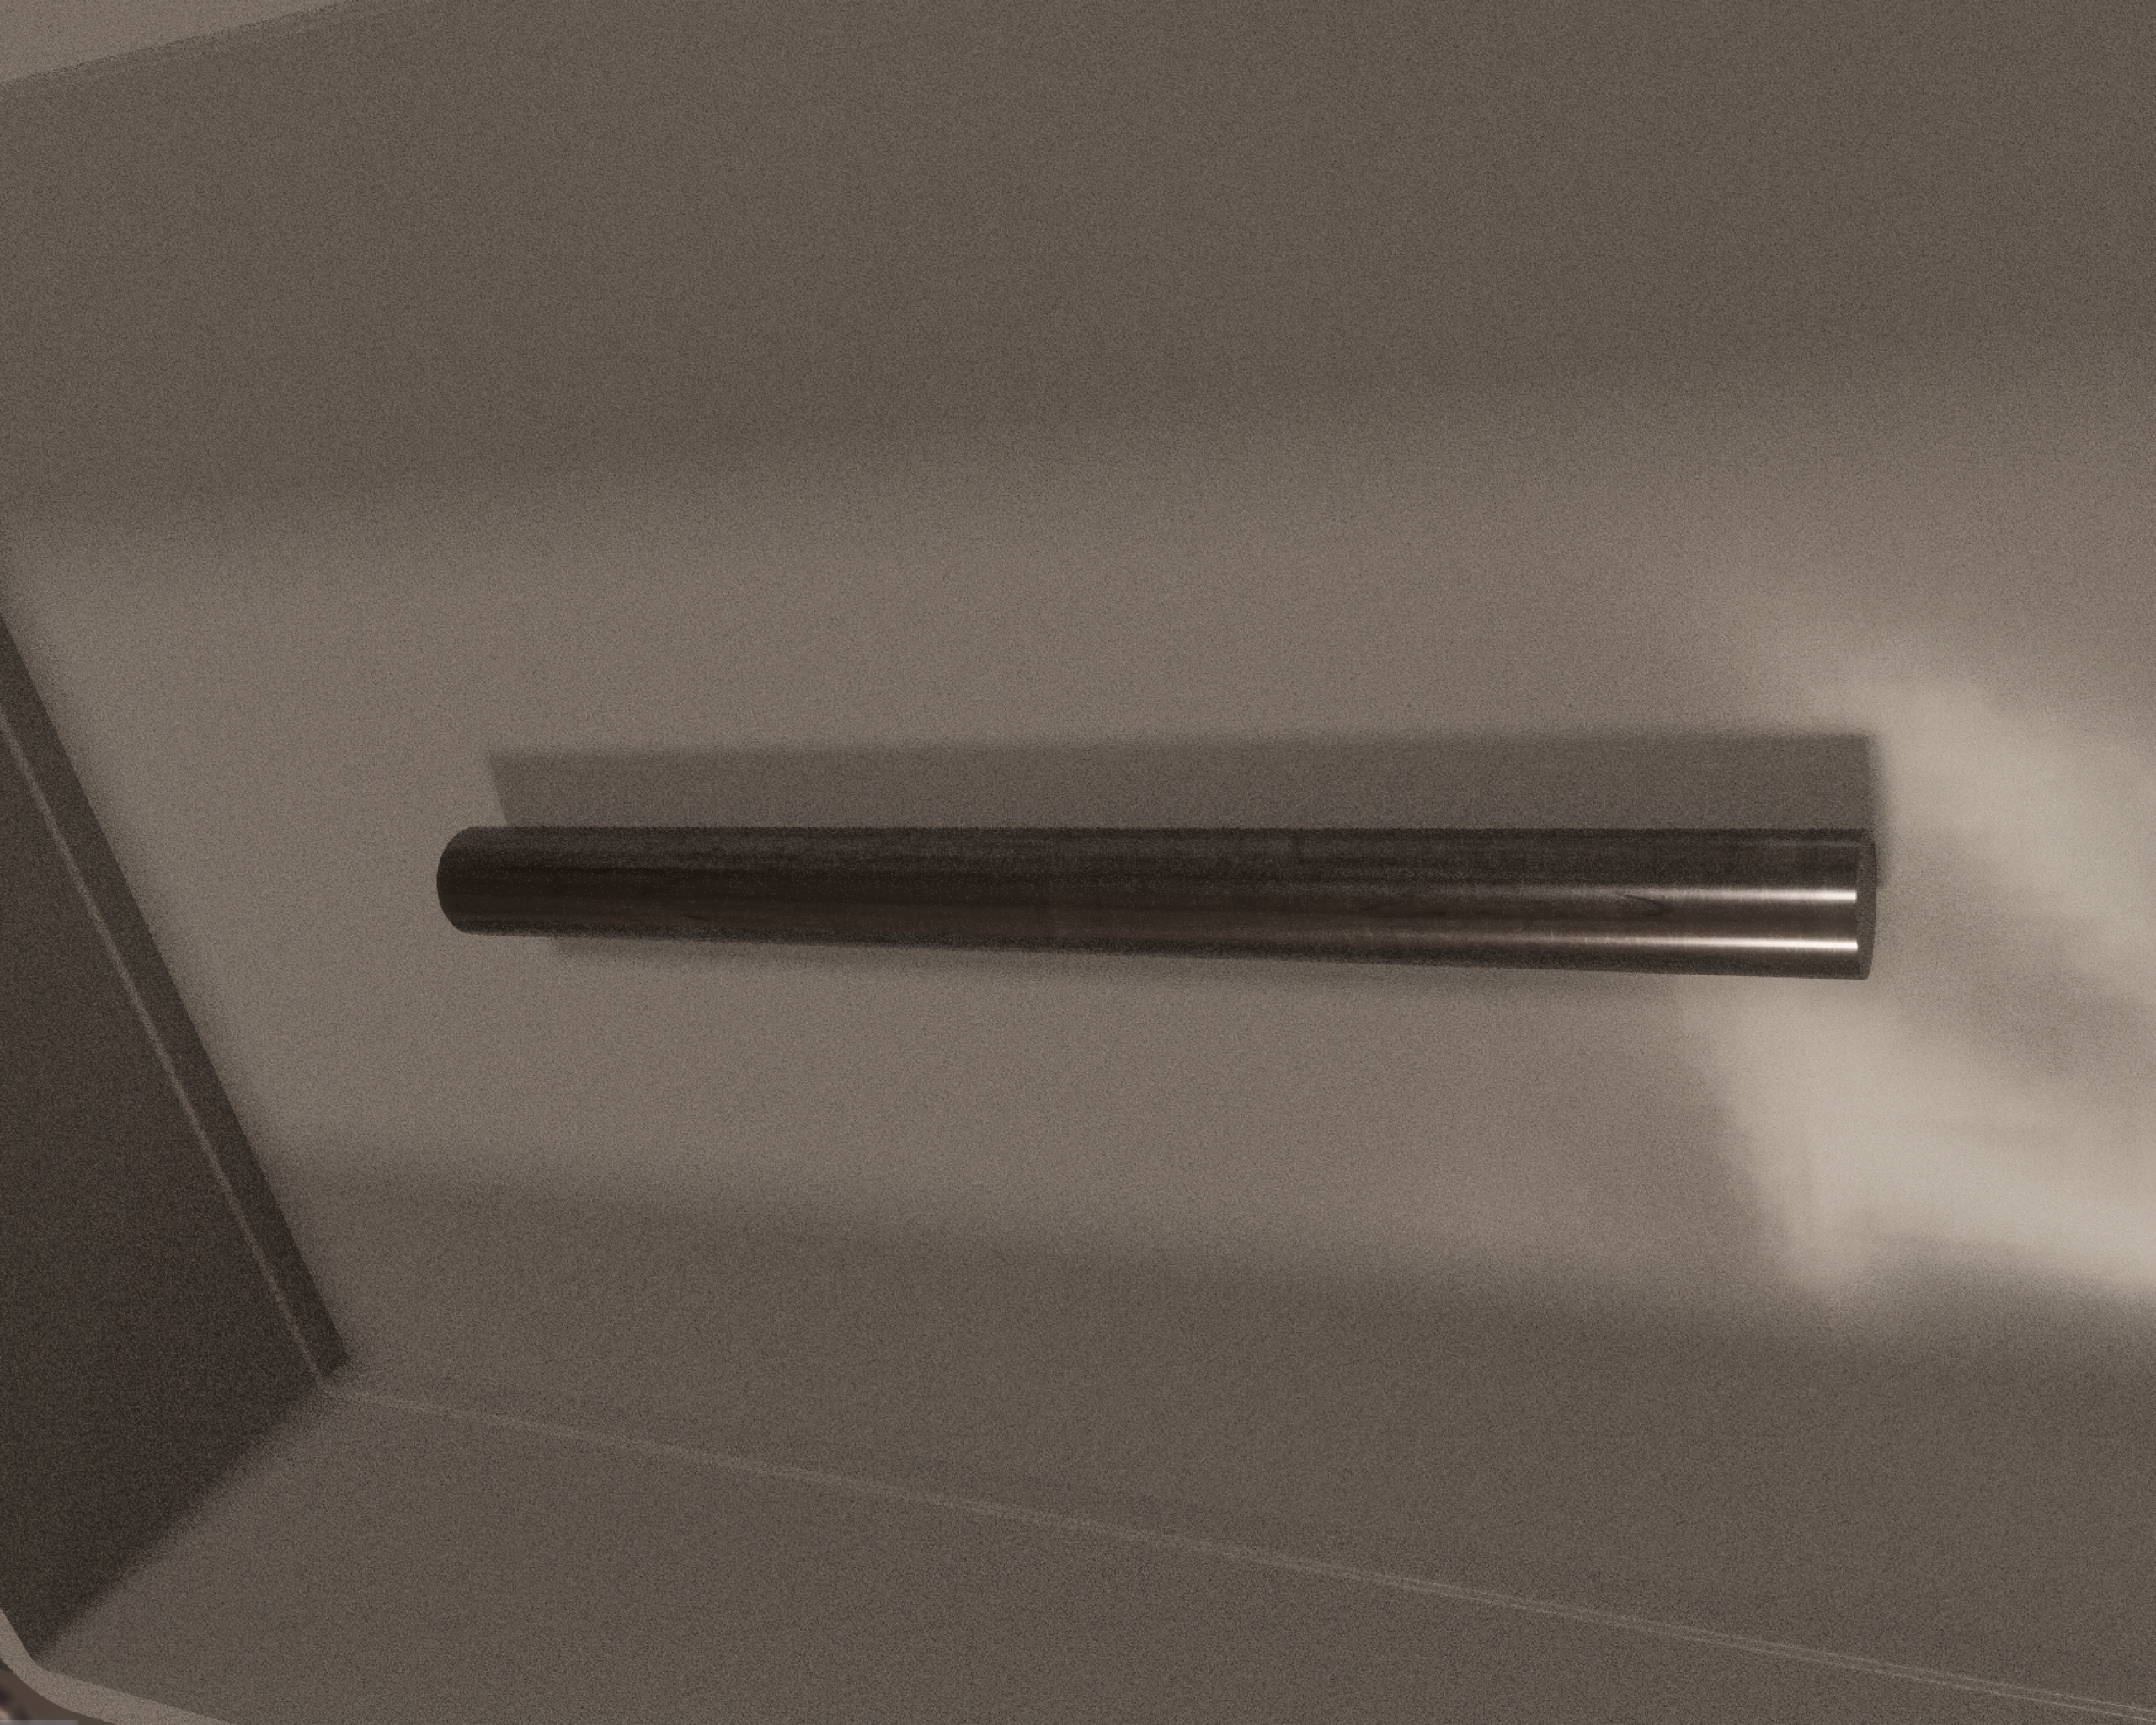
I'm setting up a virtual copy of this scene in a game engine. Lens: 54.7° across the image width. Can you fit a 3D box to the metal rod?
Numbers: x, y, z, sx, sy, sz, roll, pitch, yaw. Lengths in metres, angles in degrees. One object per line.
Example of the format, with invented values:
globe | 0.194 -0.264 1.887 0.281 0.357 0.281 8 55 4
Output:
metal rod | -0.004 0.006 0.410 0.301 0.025 0.025 1 119 27
